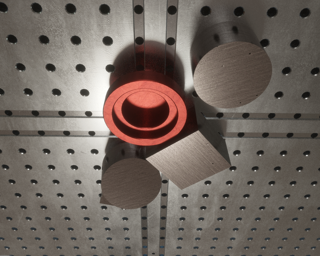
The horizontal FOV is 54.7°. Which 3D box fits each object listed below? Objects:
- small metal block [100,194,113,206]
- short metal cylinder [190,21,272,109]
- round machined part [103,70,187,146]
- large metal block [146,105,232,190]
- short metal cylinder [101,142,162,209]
[{"bbox_3d":[-0.065,0.101,0.494,0.050,0.025,0.050,14,135,-12],"label":"small metal block"},{"bbox_3d":[0.075,-0.068,0.339,0.081,0.050,0.079,0,130,0],"label":"short metal cylinder"},{"bbox_3d":[-0.017,-0.028,0.377,0.099,0.042,0.097,-1,130,0],"label":"round machined part"},{"bbox_3d":[0.038,0.029,0.421,0.080,0.050,0.080,-30,124,23],"label":"large metal block"},{"bbox_3d":[-0.041,0.066,0.435,0.081,0.050,0.079,-3,113,-8],"label":"short metal cylinder"}]
